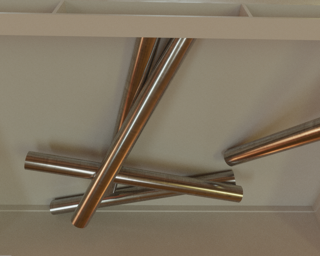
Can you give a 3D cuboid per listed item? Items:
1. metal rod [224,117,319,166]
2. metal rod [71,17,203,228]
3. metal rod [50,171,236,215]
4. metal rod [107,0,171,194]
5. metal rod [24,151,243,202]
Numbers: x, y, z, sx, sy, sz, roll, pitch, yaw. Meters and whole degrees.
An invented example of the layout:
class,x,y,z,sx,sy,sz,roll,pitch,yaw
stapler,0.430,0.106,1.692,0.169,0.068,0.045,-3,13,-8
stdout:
class,x,y,z,sx,sy,sz,roll,pitch,yaw
metal rod,0.186,-0.003,0.336,0.025,0.025,0.299,30,147,-23
metal rod,-0.039,0.010,0.373,0.025,0.025,0.298,23,113,-19
metal rod,-0.032,0.106,0.498,0.301,0.025,0.025,-11,130,8
metal rod,-0.041,-0.015,0.395,0.025,0.025,0.298,12,129,-10
metal rod,-0.029,0.070,0.434,0.302,0.025,0.025,11,129,-10
